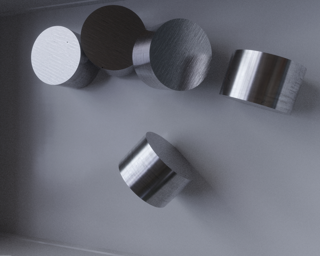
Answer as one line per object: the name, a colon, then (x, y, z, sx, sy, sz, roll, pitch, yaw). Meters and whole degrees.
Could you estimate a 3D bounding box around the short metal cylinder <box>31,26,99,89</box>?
short metal cylinder: (-0.134, -0.098, 0.443, 0.080, 0.050, 0.079, 0, 90, 19)

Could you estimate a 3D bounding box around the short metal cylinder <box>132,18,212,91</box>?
short metal cylinder: (0.014, -0.085, 0.369, 0.050, 0.081, 0.079, 18, 98, 62)

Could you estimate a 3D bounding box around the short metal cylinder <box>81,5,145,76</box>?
short metal cylinder: (-0.057, -0.111, 0.402, 0.081, 0.050, 0.079, 0, 91, -3)

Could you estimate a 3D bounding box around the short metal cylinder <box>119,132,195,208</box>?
short metal cylinder: (-0.004, 0.050, 0.382, 0.050, 0.080, 0.080, -47, 76, 14)

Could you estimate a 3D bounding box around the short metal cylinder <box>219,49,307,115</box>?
short metal cylinder: (0.112, -0.049, 0.342, 0.080, 0.080, 0.050, 19, 96, 18)
